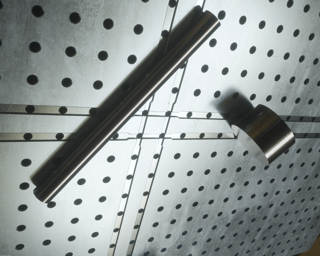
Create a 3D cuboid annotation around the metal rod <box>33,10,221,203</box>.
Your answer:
[{"bbox_3d":[-0.042,-0.023,0.375,0.300,0.025,0.025,-46,130,3],"label":"metal rod"}]

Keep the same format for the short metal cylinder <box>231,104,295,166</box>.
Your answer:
[{"bbox_3d":[0.155,0.010,0.469,0.050,0.080,0.080,-39,130,-2],"label":"short metal cylinder"}]
